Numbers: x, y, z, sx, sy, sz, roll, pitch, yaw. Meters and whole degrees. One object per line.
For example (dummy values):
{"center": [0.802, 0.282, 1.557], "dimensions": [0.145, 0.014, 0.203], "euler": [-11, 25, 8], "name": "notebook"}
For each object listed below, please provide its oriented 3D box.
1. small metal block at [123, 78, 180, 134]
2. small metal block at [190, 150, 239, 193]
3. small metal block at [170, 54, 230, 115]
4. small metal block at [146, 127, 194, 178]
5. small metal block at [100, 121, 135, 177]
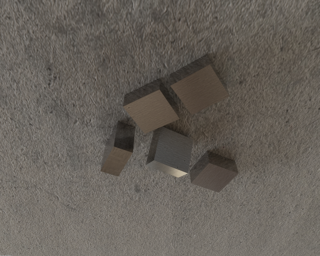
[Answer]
{"center": [-0.010, -0.026, 0.385], "dimensions": [0.050, 0.025, 0.050], "euler": [-24, 127, 18], "name": "small metal block"}
{"center": [0.080, 0.066, 0.464], "dimensions": [0.050, 0.025, 0.050], "euler": [21, 127, -17], "name": "small metal block"}
{"center": [0.046, -0.050, 0.365], "dimensions": [0.050, 0.025, 0.050], "euler": [-26, 126, 20], "name": "small metal block"}
{"center": [0.014, 0.032, 0.415], "dimensions": [0.050, 0.050, 0.025], "euler": [23, 150, -19], "name": "small metal block"}
{"center": [-0.056, 0.028, 0.414], "dimensions": [0.025, 0.050, 0.050], "euler": [20, 127, -17], "name": "small metal block"}
